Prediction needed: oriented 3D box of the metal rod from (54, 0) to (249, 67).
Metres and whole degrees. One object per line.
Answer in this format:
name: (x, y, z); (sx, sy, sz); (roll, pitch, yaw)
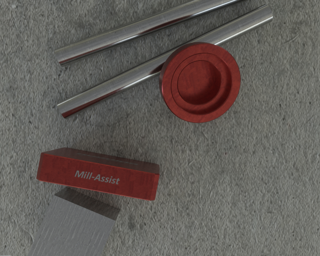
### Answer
metal rod: (0.009, -0.144, 0.409); (0.302, 0.025, 0.025); (-20, 90, -1)

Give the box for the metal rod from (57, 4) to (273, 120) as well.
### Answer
metal rod: (0.007, -0.087, 0.410); (0.301, 0.025, 0.025); (-26, 90, -1)

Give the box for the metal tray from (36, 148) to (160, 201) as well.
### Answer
metal tray: (-0.067, 0.052, 0.376); (0.131, 0.090, 0.030); (10, 90, -1)

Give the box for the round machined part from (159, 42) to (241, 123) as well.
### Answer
round machined part: (0.047, -0.059, 0.391); (0.099, 0.042, 0.097); (-4, 111, -10)

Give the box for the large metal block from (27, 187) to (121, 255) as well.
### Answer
large metal block: (-0.106, 0.132, 0.396); (0.080, 0.050, 0.080); (23, 90, -1)
